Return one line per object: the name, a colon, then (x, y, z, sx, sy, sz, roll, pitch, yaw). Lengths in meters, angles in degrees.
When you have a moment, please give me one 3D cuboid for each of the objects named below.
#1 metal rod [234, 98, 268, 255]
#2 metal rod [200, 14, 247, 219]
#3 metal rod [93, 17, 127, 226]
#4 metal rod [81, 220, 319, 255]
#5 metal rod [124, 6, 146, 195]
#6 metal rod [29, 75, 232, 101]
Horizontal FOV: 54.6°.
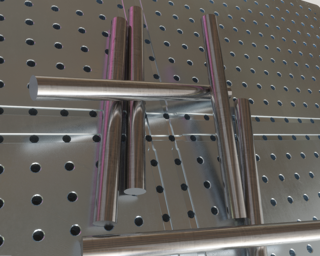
metal rod: (0.123, 0.085, 0.421, 0.025, 0.025, 0.300, 17, 55, -19)
metal rod: (0.086, -0.028, 0.437, 0.025, 0.025, 0.299, 5, 70, -26)
metal rod: (-0.059, -0.031, 0.394, 0.025, 0.025, 0.300, 12, 57, -22)
metal rod: (0.068, 0.123, 0.345, 0.302, 0.025, 0.025, 3, 60, -19)
metal rod: (-0.034, -0.058, 0.424, 0.025, 0.025, 0.299, 11, 57, -22)
metal rod: (-0.009, -0.048, 0.401, 0.302, 0.025, 0.025, -4, 64, -41)
